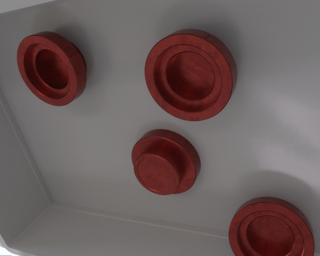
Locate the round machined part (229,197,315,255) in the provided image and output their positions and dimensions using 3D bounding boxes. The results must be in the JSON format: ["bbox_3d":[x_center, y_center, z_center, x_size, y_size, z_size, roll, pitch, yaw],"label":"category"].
[{"bbox_3d":[0.140,0.134,0.392,0.098,0.042,0.097,3,98,23],"label":"round machined part"}]

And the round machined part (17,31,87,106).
[{"bbox_3d":[-0.140,-0.082,0.421,0.098,0.042,0.097,13,124,21],"label":"round machined part"}]

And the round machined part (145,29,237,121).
[{"bbox_3d":[0.036,-0.060,0.341,0.098,0.042,0.097,13,124,21],"label":"round machined part"}]

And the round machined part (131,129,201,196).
[{"bbox_3d":[0.003,0.054,0.430,0.098,0.042,0.097,13,124,21],"label":"round machined part"}]
